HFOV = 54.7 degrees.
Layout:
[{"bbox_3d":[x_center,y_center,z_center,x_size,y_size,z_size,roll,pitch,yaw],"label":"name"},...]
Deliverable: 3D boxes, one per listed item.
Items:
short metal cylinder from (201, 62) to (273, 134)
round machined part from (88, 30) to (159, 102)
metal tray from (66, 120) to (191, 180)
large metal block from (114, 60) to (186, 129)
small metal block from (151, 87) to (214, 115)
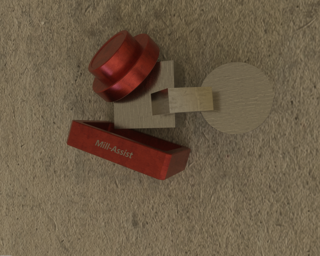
[{"bbox_3d":[0.091,-0.033,0.366,0.080,0.050,0.080,0,90,20],"label":"short metal cylinder"},{"bbox_3d":[-0.051,-0.083,0.389,0.098,0.098,0.042,-38,122,16],"label":"round machined part"},{"bbox_3d":[-0.036,0.023,0.388,0.130,0.090,0.030,18,96,19],"label":"metal tray"},{"bbox_3d":[-0.012,-0.040,0.402,0.080,0.050,0.080,-2,90,20],"label":"large metal block"},{"bbox_3d":[0.023,-0.029,0.340,0.050,0.050,0.025,-5,91,-22],"label":"small metal block"}]
